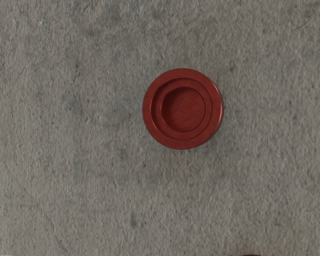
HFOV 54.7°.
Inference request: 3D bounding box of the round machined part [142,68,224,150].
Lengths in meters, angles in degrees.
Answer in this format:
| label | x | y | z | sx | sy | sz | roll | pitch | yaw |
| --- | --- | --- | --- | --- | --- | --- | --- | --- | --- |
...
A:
| label | x | y | z | sx | sy | sz | roll | pitch | yaw |
| --- | --- | --- | --- | --- | --- | --- | --- | --- | --- |
| round machined part | 0.031 | -0.023 | 0.388 | 0.098 | 0.042 | 0.097 | 0 | 90 | 19 |
